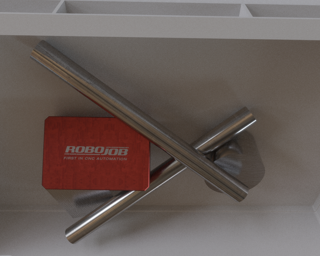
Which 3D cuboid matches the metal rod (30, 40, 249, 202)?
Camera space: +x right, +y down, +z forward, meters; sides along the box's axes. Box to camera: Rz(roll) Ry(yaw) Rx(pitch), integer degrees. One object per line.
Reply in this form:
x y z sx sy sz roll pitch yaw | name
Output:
-0.014 0.000 0.368 0.301 0.025 0.025 36 122 -12 | metal rod

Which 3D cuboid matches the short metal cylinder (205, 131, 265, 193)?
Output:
0.099 0.047 0.431 0.081 0.050 0.079 0 130 0 | short metal cylinder

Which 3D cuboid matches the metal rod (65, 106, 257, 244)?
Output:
-0.005 0.068 0.417 0.300 0.025 0.025 -35 123 9 | metal rod

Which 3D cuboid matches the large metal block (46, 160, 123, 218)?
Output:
-0.107 0.082 0.455 0.080 0.050 0.080 -15 129 12 | large metal block

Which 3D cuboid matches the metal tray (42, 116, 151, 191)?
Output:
-0.078 0.032 0.394 0.131 0.030 0.089 1 86 0 | metal tray
